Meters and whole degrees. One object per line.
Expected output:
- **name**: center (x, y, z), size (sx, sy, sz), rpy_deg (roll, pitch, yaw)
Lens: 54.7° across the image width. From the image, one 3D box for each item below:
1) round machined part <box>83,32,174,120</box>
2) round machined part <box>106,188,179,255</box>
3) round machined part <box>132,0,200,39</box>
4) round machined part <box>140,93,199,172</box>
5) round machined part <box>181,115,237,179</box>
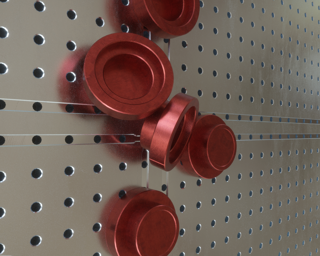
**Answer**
- **round machined part**: center (-0.037, -0.055, 0.352), size (0.099, 0.042, 0.098), rpy_deg (6, 71, -17)
- **round machined part**: center (-0.014, 0.127, 0.389), size (0.099, 0.042, 0.097), rpy_deg (0, 90, -40)
- **round machined part**: center (0.003, -0.165, 0.402), size (0.099, 0.042, 0.097), rpy_deg (0, 90, -40)
- **round machined part**: center (0.010, 0.002, 0.388), size (0.098, 0.042, 0.097), rpy_deg (-55, 158, -35)
- **round machined part**: center (0.078, 0.028, 0.466), size (0.099, 0.042, 0.097), rpy_deg (0, 90, -40)
